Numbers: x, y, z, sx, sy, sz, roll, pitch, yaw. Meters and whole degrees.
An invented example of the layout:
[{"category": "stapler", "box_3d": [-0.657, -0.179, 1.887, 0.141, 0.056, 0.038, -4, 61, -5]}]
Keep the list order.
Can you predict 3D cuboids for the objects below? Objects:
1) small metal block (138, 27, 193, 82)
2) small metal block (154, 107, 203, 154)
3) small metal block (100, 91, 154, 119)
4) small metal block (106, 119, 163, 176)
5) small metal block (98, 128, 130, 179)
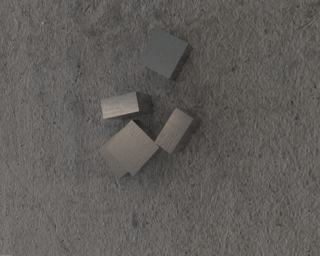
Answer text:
[{"category": "small metal block", "box_3d": [0.007, -0.096, 0.406, 0.050, 0.025, 0.050, 31, 100, 17]}, {"category": "small metal block", "box_3d": [0.024, 0.003, 0.387, 0.025, 0.050, 0.050, 35, 101, 16]}, {"category": "small metal block", "box_3d": [-0.042, -0.028, 0.411, 0.050, 0.050, 0.025, -11, 86, 19]}, {"category": "small metal block", "box_3d": [-0.030, 0.025, 0.393, 0.050, 0.025, 0.050, 45, 102, 14]}, {"category": "small metal block", "box_3d": [-0.048, 0.034, 0.426, 0.050, 0.025, 0.050, -40, 78, 15]}]
